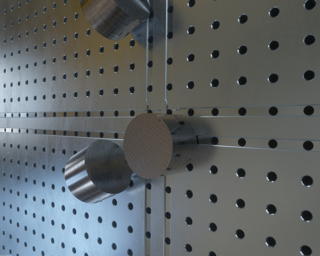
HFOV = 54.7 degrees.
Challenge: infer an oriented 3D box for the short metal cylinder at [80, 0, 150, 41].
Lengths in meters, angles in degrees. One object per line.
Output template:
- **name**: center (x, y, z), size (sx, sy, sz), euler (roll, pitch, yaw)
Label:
- **short metal cylinder**: center (-0.060, -0.168, 0.423), size (0.050, 0.081, 0.080), euler (-28, 72, 36)

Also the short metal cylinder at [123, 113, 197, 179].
- **short metal cylinder**: center (0.000, 0.021, 0.394), size (0.080, 0.050, 0.079), euler (0, 90, 40)

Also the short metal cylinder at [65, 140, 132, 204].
- **short metal cylinder**: center (-0.088, 0.063, 0.446), size (0.050, 0.081, 0.080), euler (-30, 71, 36)
